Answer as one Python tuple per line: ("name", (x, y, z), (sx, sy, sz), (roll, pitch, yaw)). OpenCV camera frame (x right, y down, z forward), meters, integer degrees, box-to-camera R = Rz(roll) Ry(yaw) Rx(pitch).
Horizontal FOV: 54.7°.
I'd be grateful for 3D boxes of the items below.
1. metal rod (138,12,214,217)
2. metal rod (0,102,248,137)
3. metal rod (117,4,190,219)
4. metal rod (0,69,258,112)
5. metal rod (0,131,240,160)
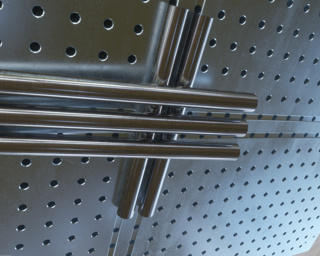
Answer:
("metal rod", (0.014, 0.000, 0.421), (0.025, 0.025, 0.298), (1, 118, -29))
("metal rod", (-0.029, -0.007, 0.365), (0.303, 0.025, 0.025), (3, 117, -21))
("metal rod", (-0.016, -0.003, 0.402), (0.025, 0.025, 0.298), (1, 118, -29))
("metal rod", (-0.022, -0.039, 0.350), (0.303, 0.025, 0.025), (2, 118, -21))
("metal rod", (-0.036, 0.024, 0.381), (0.303, 0.025, 0.025), (4, 117, -21))
